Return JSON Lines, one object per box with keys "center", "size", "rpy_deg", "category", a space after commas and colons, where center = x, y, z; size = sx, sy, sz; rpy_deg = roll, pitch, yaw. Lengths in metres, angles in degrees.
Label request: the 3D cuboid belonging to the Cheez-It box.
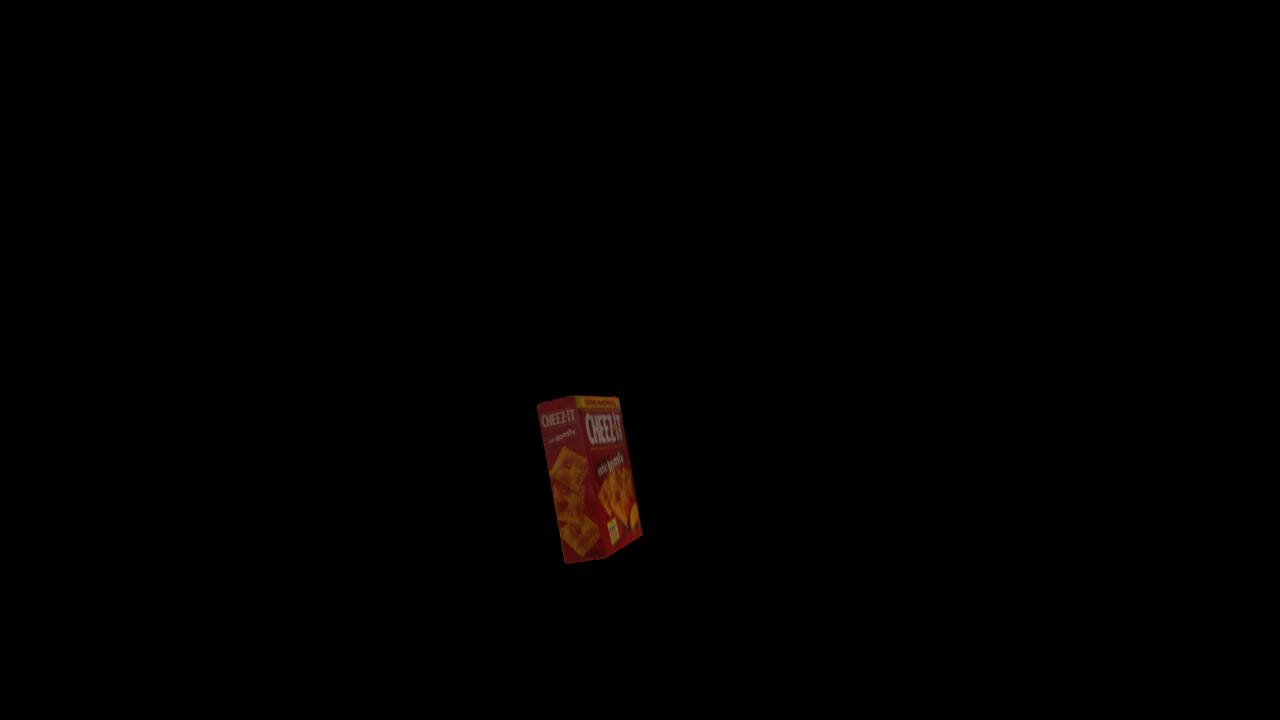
{"center": [-0.068, 0.166, 0.901], "size": [0.071, 0.223, 0.166], "rpy_deg": [-14, -9, 17], "category": "Cheez-It box"}
